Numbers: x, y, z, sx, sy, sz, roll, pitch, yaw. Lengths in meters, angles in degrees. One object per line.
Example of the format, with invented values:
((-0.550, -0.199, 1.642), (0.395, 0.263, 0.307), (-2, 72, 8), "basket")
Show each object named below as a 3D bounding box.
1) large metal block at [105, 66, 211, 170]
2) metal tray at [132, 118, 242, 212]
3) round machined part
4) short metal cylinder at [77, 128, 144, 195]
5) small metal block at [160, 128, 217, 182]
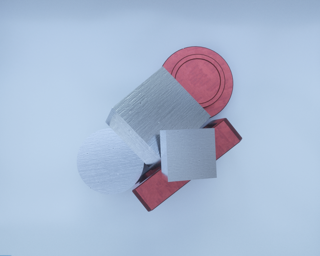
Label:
((-0.003, -0.010, 0.362), (0.080, 0.050, 0.080), (46, 65, 0), "large metal block")
((0.030, 0.040, 0.377), (0.130, 0.090, 0.030), (-38, 90, -1), "metal tray")
((0.046, -0.058, 0.402), (0.099, 0.042, 0.097), (0, 90, -1), "round machined part")
((-0.060, 0.040, 0.396), (0.081, 0.050, 0.079), (0, 90, -1), "short metal cylinder")
((0.028, 0.026, 0.315), (0.050, 0.025, 0.050), (-2, 89, -14), "small metal block")
